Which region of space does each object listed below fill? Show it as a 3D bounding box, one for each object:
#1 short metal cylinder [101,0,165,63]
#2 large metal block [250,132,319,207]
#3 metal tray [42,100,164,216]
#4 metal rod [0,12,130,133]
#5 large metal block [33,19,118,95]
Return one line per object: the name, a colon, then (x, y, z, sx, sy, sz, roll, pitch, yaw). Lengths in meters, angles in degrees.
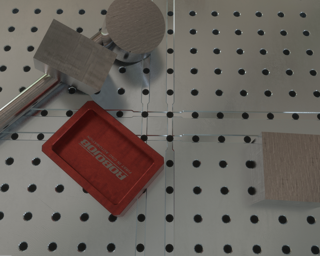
short metal cylinder: (-0.039, -0.137, 0.433, 0.081, 0.050, 0.080, 1, 88, -17)
large metal block: (0.160, 0.052, 0.380, 0.080, 0.050, 0.080, 3, 70, 1)
metal tray: (-0.071, 0.037, 0.394, 0.130, 0.030, 0.090, 38, 74, 12)
metal rod: (-0.131, -0.087, 0.442, 0.025, 0.025, 0.301, 43, 75, 14)
large metal block: (-0.109, -0.084, 0.394, 0.080, 0.080, 0.050, 26, 83, -20)
